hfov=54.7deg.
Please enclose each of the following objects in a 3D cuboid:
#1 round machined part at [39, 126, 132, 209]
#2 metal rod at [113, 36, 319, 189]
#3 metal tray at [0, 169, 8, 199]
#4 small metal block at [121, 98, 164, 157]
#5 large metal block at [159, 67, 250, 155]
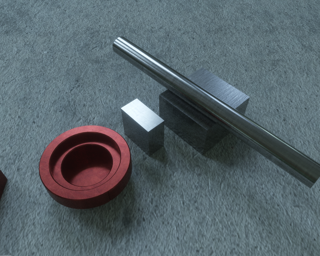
[{"bbox_3d":[-0.081,0.047,0.352,0.099,0.042,0.098,0,50,0],"label":"round machined part"},{"bbox_3d":[0.048,-0.034,0.367,0.025,0.025,0.300,-37,59,-27],"label":"metal rod"},{"bbox_3d":[-0.245,0.083,0.329,0.131,0.030,0.090,0,50,-1],"label":"metal tray"},{"bbox_3d":[-0.021,0.000,0.387,0.025,0.050,0.050,-35,59,-26],"label":"small metal block"},{"bbox_3d":[0.056,-0.024,0.408,0.080,0.050,0.080,-35,59,-26],"label":"large metal block"}]
